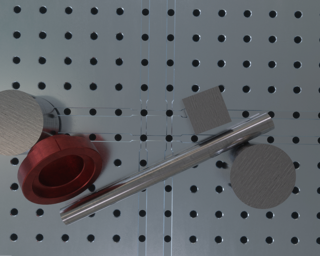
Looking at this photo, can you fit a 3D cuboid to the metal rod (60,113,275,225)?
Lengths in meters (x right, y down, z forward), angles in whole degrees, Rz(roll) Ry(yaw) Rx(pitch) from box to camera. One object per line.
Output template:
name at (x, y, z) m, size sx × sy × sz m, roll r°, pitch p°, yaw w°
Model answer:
metal rod at (0.010, 0.054, 0.413) m, size 0.301 × 0.025 × 0.025 m, roll -25°, pitch 90°, yaw 0°

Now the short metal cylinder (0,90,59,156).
short metal cylinder at (-0.178, -0.005, 0.396) m, size 0.080 × 0.050 × 0.080 m, roll 0°, pitch 87°, yaw 3°

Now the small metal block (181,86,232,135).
small metal block at (0.061, -0.023, 0.414) m, size 0.050 × 0.025 × 0.050 m, roll -21°, pitch 90°, yaw 0°

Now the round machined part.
round machined part at (-0.125, 0.046, 0.385) m, size 0.098 × 0.098 × 0.042 m, roll -40°, pitch 55°, yaw 0°

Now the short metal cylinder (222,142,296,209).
short metal cylinder at (0.126, 0.059, 0.402) m, size 0.081 × 0.050 × 0.079 m, roll 0°, pitch 90°, yaw 0°
